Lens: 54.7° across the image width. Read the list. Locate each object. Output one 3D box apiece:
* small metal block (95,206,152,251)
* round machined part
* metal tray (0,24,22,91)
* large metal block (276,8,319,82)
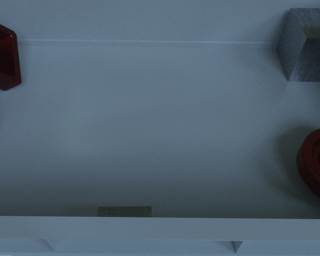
[{"bbox_3d":[-0.033,0.100,0.305,0.050,0.050,0.025,-1,50,-1],"label":"small metal block"},{"bbox_3d":[0.207,0.049,0.356,0.099,0.042,0.098,0,50,0],"label":"round machined part"},{"bbox_3d":[-0.250,-0.110,0.410,0.030,0.130,0.090,-18,75,21],"label":"metal tray"},{"bbox_3d":[0.226,-0.128,0.480,0.050,0.080,0.080,0,50,0],"label":"large metal block"}]
